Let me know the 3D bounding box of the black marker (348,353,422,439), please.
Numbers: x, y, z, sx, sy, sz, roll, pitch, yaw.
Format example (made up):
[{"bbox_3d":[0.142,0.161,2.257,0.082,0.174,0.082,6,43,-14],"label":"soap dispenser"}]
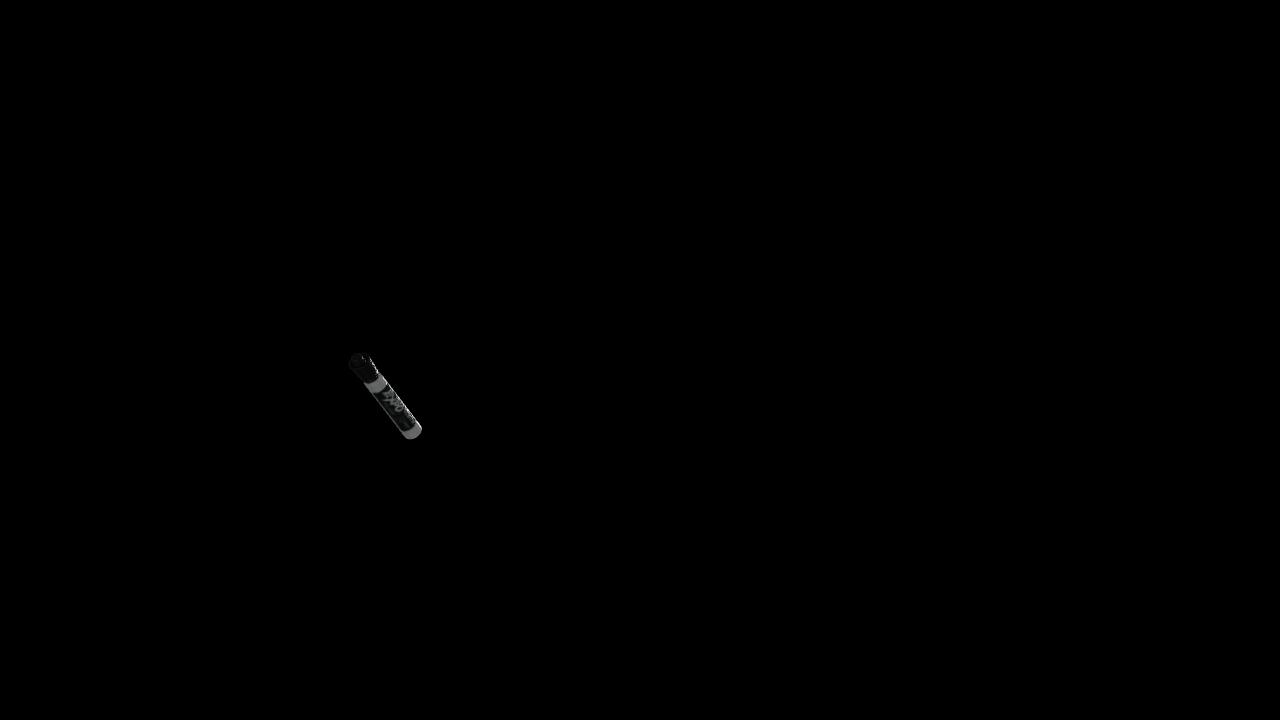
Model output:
[{"bbox_3d":[-0.236,0.035,0.574,0.020,0.020,0.121,0,-38,9],"label":"black marker"}]
